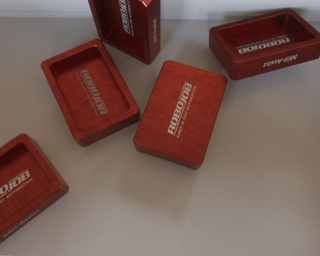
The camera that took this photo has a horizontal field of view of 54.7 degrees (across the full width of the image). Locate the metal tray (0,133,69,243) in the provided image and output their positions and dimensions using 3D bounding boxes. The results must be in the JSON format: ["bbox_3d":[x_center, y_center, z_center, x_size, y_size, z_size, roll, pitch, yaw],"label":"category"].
[{"bbox_3d":[-0.192,0.080,0.376,0.130,0.030,0.090,-38,74,-13],"label":"metal tray"}]

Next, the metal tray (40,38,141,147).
[{"bbox_3d":[-0.095,-0.050,0.424,0.090,0.030,0.130,-26,72,-10],"label":"metal tray"}]

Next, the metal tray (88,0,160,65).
[{"bbox_3d":[-0.046,-0.146,0.407,0.090,0.130,0.030,29,73,10],"label":"metal tray"}]

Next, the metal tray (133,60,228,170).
[{"bbox_3d":[0.029,-0.020,0.414,0.090,0.030,0.130,18,71,6],"label":"metal tray"}]

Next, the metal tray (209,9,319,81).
[{"bbox_3d":[0.145,-0.120,0.434,0.131,0.030,0.090,-15,49,-6],"label":"metal tray"}]
